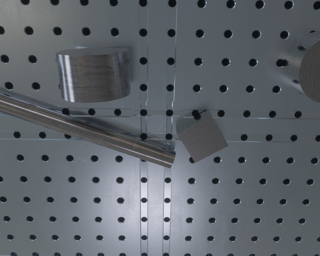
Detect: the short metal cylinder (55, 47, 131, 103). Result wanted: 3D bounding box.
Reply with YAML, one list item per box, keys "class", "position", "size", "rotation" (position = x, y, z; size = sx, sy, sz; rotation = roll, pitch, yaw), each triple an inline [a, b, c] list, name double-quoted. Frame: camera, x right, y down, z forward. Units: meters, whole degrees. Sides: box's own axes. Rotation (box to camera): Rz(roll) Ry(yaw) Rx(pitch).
- class: "short metal cylinder"
  position: [-0.076, -0.064, 0.360]
  size: [0.081, 0.080, 0.050]
  rotation: [-1, 110, 0]

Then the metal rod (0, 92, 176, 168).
- class: "metal rod"
  position: [-0.124, -0.005, 0.410]
  size: [0.302, 0.025, 0.025]
  rotation: [19, 109, -7]

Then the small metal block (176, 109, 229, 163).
- class: "small metal block"
  position: [0.056, 0.011, 0.418]
  size: [0.050, 0.025, 0.050]
  rotation: [-29, 108, 10]

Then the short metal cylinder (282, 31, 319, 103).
- class: "short metal cylinder"
  position: [0.198, -0.074, 0.374]
  size: [0.081, 0.050, 0.079]
  rotation: [0, 110, 0]
